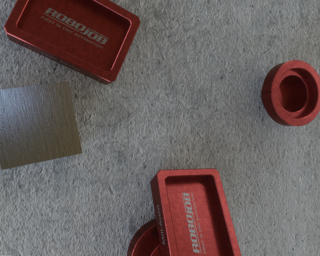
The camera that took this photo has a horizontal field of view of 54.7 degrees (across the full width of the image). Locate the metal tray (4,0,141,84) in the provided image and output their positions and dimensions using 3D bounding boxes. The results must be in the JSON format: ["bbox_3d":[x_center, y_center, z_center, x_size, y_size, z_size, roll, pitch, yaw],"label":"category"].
[{"bbox_3d":[-0.100,-0.119,0.369,0.131,0.030,0.090,24,82,-19],"label":"metal tray"}]

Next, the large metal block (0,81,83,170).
[{"bbox_3d":[-0.137,-0.004,0.345,0.081,0.050,0.079,-11,94,-20],"label":"large metal block"}]

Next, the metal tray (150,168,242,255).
[{"bbox_3d":[0.043,0.117,0.390,0.091,0.030,0.130,1,59,-21],"label":"metal tray"}]

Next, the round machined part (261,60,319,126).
[{"bbox_3d":[0.196,-0.051,0.474,0.099,0.042,0.097,0,90,-21],"label":"round machined part"}]

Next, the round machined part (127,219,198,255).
[{"bbox_3d":[0.010,0.171,0.405,0.099,0.042,0.097,0,90,-21],"label":"round machined part"}]
